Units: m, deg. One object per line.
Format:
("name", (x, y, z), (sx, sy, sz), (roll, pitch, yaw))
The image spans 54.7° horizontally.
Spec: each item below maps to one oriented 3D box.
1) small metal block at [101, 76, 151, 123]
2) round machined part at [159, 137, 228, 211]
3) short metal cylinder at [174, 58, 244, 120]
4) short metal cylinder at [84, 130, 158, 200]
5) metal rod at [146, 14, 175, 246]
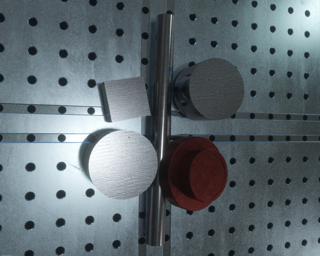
("small metal block", (-0.044, -0.036, 0.392), (0.050, 0.025, 0.050), (-12, 94, -20))
("round machined part", (0.051, 0.060, 0.405), (0.099, 0.042, 0.097), (0, 89, -36))
("short metal cylinder", (0.065, -0.050, 0.419), (0.081, 0.050, 0.079), (0, 90, -20))
("short metal cylinder", (-0.049, 0.042, 0.377), (0.081, 0.050, 0.079), (0, 90, -20))
("metal rod", (0.001, 0.002, 0.409), (0.025, 0.025, 0.298), (3, 89, -20))
